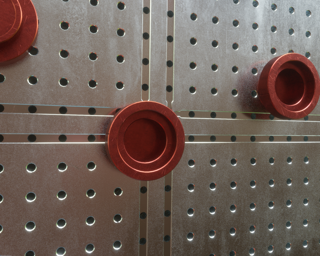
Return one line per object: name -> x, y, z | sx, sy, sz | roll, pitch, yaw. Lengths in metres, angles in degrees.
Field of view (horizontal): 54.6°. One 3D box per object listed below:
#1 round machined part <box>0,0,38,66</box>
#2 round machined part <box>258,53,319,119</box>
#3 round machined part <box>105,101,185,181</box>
round machined part -> -0.185, -0.119, 0.335 | 0.099, 0.042, 0.097 | 0, 90, -20
round machined part -> 0.191, -0.061, 0.473 | 0.099, 0.042, 0.097 | 0, 90, -20
round machined part -> -0.021, 0.016, 0.395 | 0.099, 0.042, 0.097 | 0, 90, -20
